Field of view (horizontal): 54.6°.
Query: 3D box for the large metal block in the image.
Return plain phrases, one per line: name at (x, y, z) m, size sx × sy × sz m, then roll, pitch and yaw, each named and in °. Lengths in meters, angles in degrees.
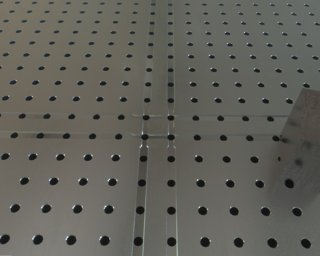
large metal block at (0.177, 0.014, 0.361) m, size 0.050 × 0.080 × 0.080 m, roll 14°, pitch 51°, yaw 11°
